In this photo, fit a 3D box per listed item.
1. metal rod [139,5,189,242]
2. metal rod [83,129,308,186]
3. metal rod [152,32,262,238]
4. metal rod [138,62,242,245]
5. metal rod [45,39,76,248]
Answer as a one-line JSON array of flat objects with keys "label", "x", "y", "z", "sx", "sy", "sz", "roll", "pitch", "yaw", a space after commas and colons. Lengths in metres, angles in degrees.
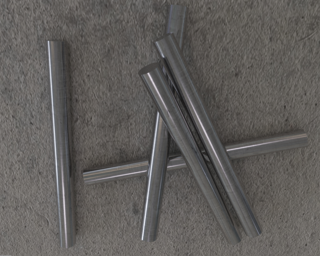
[{"label": "metal rod", "x": 0.003, "y": 0.004, "z": 0.391, "sx": 0.025, "sy": 0.025, "sz": 0.298, "roll": 7, "pitch": 103, "yaw": -3}, {"label": "metal rod", "x": 0.045, "y": 0.041, "z": 0.425, "sx": 0.302, "sy": 0.025, "sz": 0.025, "roll": -11, "pitch": 110, "yaw": 3}, {"label": "metal rod", "x": 0.068, "y": 0.025, "z": 0.390, "sx": 0.025, "sy": 0.025, "sz": 0.299, "roll": -25, "pitch": 112, "yaw": 9}, {"label": "metal rod", "x": 0.050, "y": 0.052, "z": 0.401, "sx": 0.025, "sy": 0.025, "sz": 0.299, "roll": -24, "pitch": 119, "yaw": 8}, {"label": "metal rod", "x": -0.132, "y": 0.035, "z": 0.421, "sx": 0.025, "sy": 0.025, "sz": 0.298, "roll": 3, "pitch": 110, "yaw": -1}]
